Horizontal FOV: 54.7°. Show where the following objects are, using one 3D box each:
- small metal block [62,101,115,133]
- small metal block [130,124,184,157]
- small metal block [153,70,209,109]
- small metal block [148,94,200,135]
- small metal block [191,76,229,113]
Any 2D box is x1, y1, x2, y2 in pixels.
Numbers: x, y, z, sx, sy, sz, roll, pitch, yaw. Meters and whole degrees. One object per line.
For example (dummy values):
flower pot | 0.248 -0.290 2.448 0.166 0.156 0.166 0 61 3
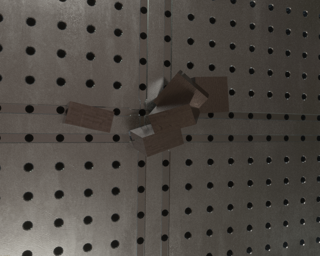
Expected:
small metal block | -0.086 -0.012 0.368 0.050 0.050 0.025 13 86 -20
small metal block | -0.005 0.012 0.397 0.050 0.050 0.025 -18 106 -19
small metal block | 0.028 -0.040 0.406 0.050 0.025 0.050 40 111 -3
small metal block | 0.019 -0.017 0.375 0.050 0.050 0.025 -15 105 17
small metal block | 0.068 -0.046 0.439 0.050 0.025 0.050 -4 92 -21
